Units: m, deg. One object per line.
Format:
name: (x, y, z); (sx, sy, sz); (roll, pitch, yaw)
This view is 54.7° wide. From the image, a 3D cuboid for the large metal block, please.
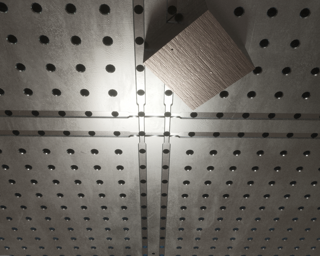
large metal block: (0.040, -0.078, 0.329); (0.080, 0.050, 0.080); (-35, 123, 25)
